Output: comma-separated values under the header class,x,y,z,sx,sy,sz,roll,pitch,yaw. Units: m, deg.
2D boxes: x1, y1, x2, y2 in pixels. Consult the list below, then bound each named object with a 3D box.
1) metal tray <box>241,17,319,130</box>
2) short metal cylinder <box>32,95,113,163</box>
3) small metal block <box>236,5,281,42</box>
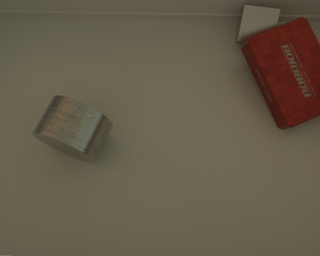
class,x,y,z,sx,sy,sz,roll,pitch,yaw
metal tray,0.180,-0.074,0.420,0.091,0.030,0.129,-23,86,-9
short metal cylinder,-0.105,0.003,0.378,0.080,0.080,0.050,21,71,7
small metal block,0.142,-0.150,0.453,0.050,0.025,0.050,8,107,2
